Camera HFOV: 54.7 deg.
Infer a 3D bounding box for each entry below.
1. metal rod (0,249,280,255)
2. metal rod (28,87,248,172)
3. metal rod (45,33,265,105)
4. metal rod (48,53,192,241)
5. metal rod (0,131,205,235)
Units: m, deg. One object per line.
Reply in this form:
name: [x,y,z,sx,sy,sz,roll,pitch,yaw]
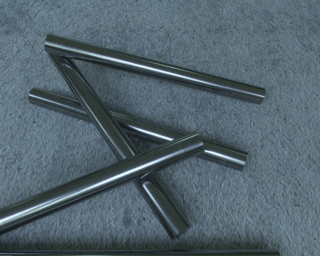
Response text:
metal rod: [-0.039,0.129,0.294,0.302,0.025,0.025,0,50,0]
metal rod: [-0.038,-0.003,0.404,0.301,0.025,0.025,17,52,14]
metal rod: [-0.002,-0.079,0.426,0.302,0.025,0.025,13,50,-7]
metal rod: [-0.062,0.000,0.376,0.025,0.025,0.300,-28,63,-21]
metal rod: [-0.097,0.069,0.314,0.302,0.025,0.025,-21,53,-6]
